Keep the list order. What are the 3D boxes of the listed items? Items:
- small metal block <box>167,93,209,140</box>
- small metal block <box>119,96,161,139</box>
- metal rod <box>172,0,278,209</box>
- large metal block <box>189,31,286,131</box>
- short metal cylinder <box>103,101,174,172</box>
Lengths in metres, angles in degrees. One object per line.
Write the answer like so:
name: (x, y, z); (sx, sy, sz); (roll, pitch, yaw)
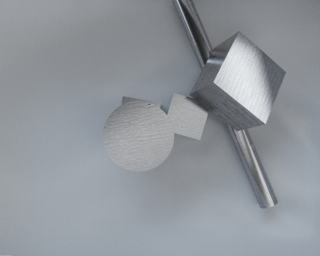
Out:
small metal block: (0.035, -0.015, 0.412); (0.050, 0.025, 0.050); (16, 90, -1)
small metal block: (-0.028, -0.012, 0.411); (0.050, 0.025, 0.050); (10, 90, -1)
metal rod: (0.087, -0.036, 0.412); (0.025, 0.025, 0.299); (-23, 90, 0)
large metal block: (0.095, -0.054, 0.377); (0.080, 0.050, 0.080); (35, 67, -16)
short metal cylinder: (-0.024, 0.009, 0.374); (0.081, 0.050, 0.079); (0, 90, -1)
